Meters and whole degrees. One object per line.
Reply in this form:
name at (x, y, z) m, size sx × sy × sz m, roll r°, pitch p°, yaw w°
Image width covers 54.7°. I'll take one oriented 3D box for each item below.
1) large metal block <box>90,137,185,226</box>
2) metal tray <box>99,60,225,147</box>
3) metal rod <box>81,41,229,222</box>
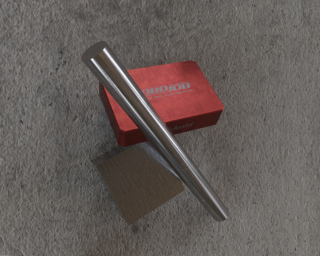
large metal block at (-0.028, 0.059, 0.385) m, size 0.080 × 0.050 × 0.080 m, roll -29°, pitch 100°, yaw -18°
metal tray at (0.000, -0.034, 0.380) m, size 0.131 × 0.030 × 0.090 m, roll -13°, pitch 57°, yaw -20°
metal rod at (0.016, 0.029, 0.350) m, size 0.025 × 0.025 × 0.300 m, roll -48°, pitch 130°, yaw -13°
